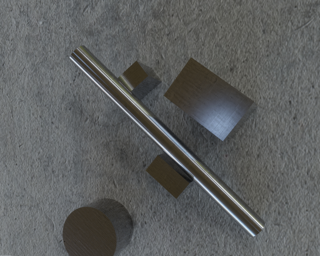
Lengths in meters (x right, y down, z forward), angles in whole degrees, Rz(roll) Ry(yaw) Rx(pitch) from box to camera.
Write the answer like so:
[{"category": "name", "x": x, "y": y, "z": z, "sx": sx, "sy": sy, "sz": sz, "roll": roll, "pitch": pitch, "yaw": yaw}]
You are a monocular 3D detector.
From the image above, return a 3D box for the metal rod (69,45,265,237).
[{"category": "metal rod", "x": 0.008, "y": 0.015, "z": 0.370, "sx": 0.300, "sy": 0.025, "sz": 0.025, "roll": 44, "pitch": 104, "yaw": 0}]

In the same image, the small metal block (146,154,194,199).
[{"category": "small metal block", "x": 0.017, "y": 0.057, "z": 0.389, "sx": 0.050, "sy": 0.050, "sz": 0.025, "roll": 41, "pitch": 103, "yaw": 15}]

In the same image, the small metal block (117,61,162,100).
[{"category": "small metal block", "x": -0.032, "y": -0.057, "z": 0.406, "sx": 0.050, "sy": 0.050, "sz": 0.025, "roll": -40, "pitch": 78, "yaw": 15}]

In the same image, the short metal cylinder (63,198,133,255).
[{"category": "short metal cylinder", "x": -0.084, "y": 0.142, "z": 0.424, "sx": 0.080, "sy": 0.050, "sz": 0.079, "roll": 0, "pitch": 90, "yaw": 19}]

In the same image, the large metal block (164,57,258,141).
[{"category": "large metal block", "x": 0.062, "y": -0.031, "z": 0.358, "sx": 0.080, "sy": 0.080, "sz": 0.050, "roll": 39, "pitch": 102, "yaw": 15}]
